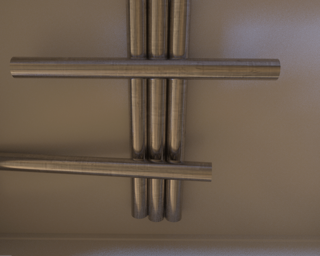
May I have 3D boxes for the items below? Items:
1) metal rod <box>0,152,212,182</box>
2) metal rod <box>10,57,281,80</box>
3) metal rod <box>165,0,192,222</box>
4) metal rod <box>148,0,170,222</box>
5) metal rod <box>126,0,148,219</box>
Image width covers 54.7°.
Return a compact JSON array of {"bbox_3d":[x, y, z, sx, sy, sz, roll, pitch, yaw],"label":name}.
[{"bbox_3d":[-0.085,0.050,0.409,0.302,0.025,0.025,2,110,6],"label":"metal rod"},{"bbox_3d":[-0.016,-0.069,0.358,0.302,0.025,0.025,0,110,0],"label":"metal rod"},{"bbox_3d":[0.022,-0.008,0.406,0.025,0.025,0.298,1,110,0],"label":"metal rod"},{"bbox_3d":[-0.004,-0.008,0.407,0.025,0.025,0.298,1,110,0],"label":"metal rod"},{"bbox_3d":[-0.028,-0.013,0.405,0.025,0.025,0.298,0,110,0],"label":"metal rod"}]
